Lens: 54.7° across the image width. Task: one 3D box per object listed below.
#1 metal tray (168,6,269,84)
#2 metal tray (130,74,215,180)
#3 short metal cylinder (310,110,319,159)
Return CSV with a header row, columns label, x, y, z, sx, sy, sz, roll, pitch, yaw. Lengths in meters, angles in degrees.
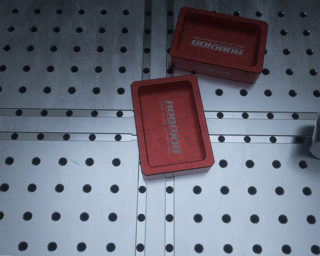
label,x,y,z,sx,sy,sz,roll,pitch,yaw
metal tray,0.085,-0.122,0.454,0.131,0.030,0.090,12,70,4
metal tray,0.014,-0.003,0.410,0.091,0.030,0.130,-8,70,-3
short metal cylinder,0.233,0.011,0.380,0.080,0.080,0.050,20,71,7
